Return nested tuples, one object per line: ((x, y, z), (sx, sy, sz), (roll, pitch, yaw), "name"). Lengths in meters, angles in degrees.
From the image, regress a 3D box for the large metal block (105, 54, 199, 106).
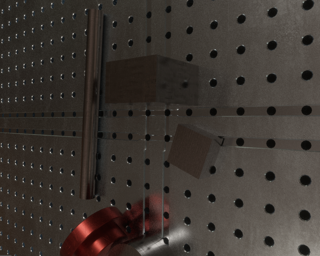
((-0.009, -0.053, 0.379), (0.080, 0.081, 0.050), (2, 92, 39), "large metal block")

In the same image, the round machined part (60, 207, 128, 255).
((-0.083, 0.160, 0.429), (0.042, 0.099, 0.097), (41, 115, 27), "round machined part")

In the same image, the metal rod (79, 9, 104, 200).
((-0.110, -0.036, 0.497), (0.025, 0.025, 0.298), (6, 94, 39), "metal rod")

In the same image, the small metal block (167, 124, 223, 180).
((0.041, 0.027, 0.374), (0.050, 0.025, 0.050), (26, 106, 36), "small metal block")

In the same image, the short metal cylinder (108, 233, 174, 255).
((-0.025, 0.187, 0.412), (0.080, 0.050, 0.079), (0, 90, 39), "short metal cylinder")
